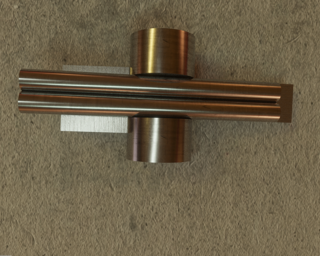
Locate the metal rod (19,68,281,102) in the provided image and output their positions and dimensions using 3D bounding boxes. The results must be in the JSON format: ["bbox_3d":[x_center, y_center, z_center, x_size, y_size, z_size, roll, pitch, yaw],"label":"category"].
[{"bbox_3d":[-0.004,-0.049,0.366,0.302,0.025,0.025,2,90,-8],"label":"metal rod"}]

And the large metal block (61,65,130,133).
[{"bbox_3d":[-0.078,-0.035,0.398,0.081,0.050,0.080,2,90,0],"label":"large metal block"}]

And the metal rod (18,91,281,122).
[{"bbox_3d":[-0.005,-0.024,0.366,0.302,0.025,0.025,2,90,-8],"label":"metal rod"}]

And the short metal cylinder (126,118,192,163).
[{"bbox_3d":[-0.001,0.013,0.384,0.081,0.080,0.050,2,90,0],"label":"short metal cylinder"}]

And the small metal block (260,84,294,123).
[{"bbox_3d":[0.146,-0.033,0.413,0.050,0.025,0.050,3,90,0],"label":"small metal block"}]

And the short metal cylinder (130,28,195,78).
[{"bbox_3d":[0.003,-0.086,0.384,0.081,0.080,0.050,2,90,0],"label":"short metal cylinder"}]
